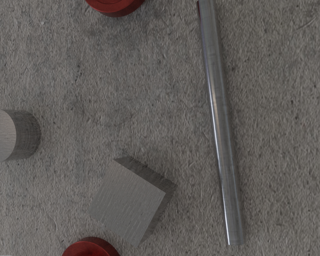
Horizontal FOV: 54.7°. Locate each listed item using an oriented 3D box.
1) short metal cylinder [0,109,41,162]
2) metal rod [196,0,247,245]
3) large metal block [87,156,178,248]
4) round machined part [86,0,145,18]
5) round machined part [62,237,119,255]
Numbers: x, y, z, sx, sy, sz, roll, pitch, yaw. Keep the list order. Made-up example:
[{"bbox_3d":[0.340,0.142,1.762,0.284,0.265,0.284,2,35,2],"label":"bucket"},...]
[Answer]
[{"bbox_3d":[-0.234,0.011,0.478,0.080,0.050,0.079,0,90,20],"label":"short metal cylinder"},{"bbox_3d":[0.075,-0.010,0.382,0.025,0.025,0.298,-8,87,20],"label":"metal rod"},{"bbox_3d":[-0.036,0.093,0.408,0.080,0.050,0.080,30,100,17],"label":"large metal block"},{"bbox_3d":[-0.055,-0.198,0.419,0.098,0.042,0.097,0,90,20],"label":"round machined part"},{"bbox_3d":[-0.103,0.209,0.436,0.098,0.042,0.097,0,90,20],"label":"round machined part"}]
